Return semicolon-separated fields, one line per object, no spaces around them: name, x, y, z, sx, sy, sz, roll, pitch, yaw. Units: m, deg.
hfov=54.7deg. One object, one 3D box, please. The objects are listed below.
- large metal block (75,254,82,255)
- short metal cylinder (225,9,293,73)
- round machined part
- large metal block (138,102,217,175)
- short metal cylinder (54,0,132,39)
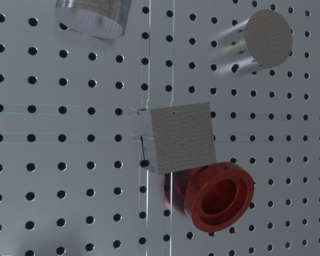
large metal block;-0.117;0.192;0.340;0.081;0.080;0.050;-14;95;-20
short metal cylinder;0.143;-0.124;0.451;0.081;0.050;0.080;0;90;-20
round machined part;0.075;0.088;0.419;0.099;0.042;0.097;-12;118;-23
large metal block;0.022;0.012;0.407;0.081;0.050;0.080;-8;93;-20
short metal cylinder;-0.075;-0.143;0.355;0.081;0.080;0.050;12;86;-20
